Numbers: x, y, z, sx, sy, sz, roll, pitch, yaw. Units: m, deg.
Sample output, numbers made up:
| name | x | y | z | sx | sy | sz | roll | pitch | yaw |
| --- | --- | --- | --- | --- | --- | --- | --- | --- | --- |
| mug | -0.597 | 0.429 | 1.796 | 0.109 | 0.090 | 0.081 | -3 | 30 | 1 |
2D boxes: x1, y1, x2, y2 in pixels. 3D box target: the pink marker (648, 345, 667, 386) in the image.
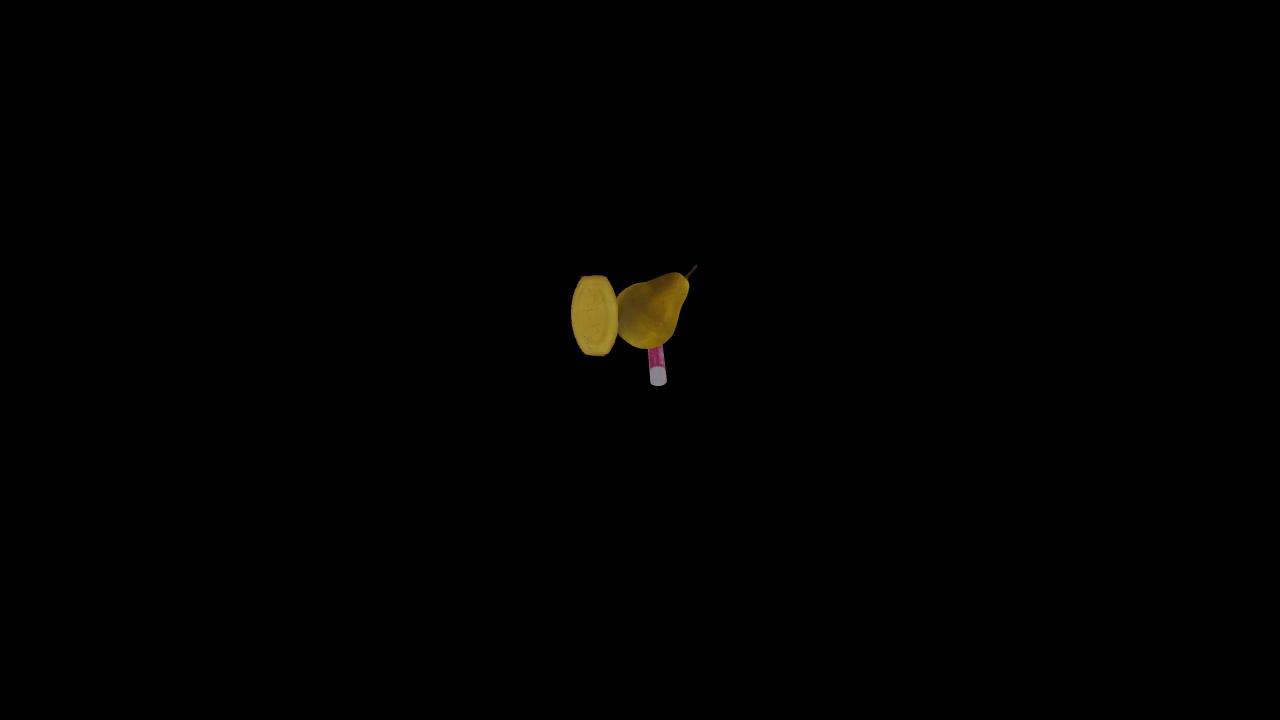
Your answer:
| name | x | y | z | sx | sy | sz | roll | pitch | yaw |
| --- | --- | --- | --- | --- | --- | --- | --- | --- | --- |
| pink marker | 0.017 | -0.026 | 0.717 | 0.020 | 0.121 | 0.020 | -3 | -32 | -2 |

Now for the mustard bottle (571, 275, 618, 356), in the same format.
| name | x | y | z | sx | sy | sz | roll | pitch | yaw |
| --- | --- | --- | --- | --- | --- | --- | --- | --- | --- |
| mustard bottle | -0.050 | -0.052 | 0.763 | 0.054 | 0.092 | 0.184 | -8 | 2 | -1 |

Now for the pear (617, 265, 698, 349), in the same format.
| name | x | y | z | sx | sy | sz | roll | pitch | yaw |
| --- | --- | --- | --- | --- | --- | --- | --- | --- | --- |
| pear | 0.022 | -0.064 | 0.688 | 0.111 | 0.080 | 0.080 | -46 | -20 | 21 |
